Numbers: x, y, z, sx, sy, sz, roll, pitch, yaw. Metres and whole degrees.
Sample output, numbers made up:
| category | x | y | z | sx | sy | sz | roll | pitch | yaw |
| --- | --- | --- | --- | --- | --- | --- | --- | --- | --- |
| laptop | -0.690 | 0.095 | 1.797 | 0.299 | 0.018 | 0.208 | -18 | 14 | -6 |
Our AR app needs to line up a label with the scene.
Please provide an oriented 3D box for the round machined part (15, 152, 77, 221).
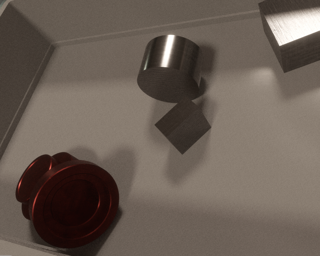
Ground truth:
| category | x | y | z | sx | sy | sz | roll | pitch | yaw |
| --- | --- | --- | --- | --- | --- | --- | --- | --- | --- |
| round machined part | -0.152 | 0.074 | 0.412 | 0.098 | 0.042 | 0.098 | -25 | 43 | 26 |

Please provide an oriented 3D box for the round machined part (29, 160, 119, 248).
| category | x | y | z | sx | sy | sz | roll | pitch | yaw |
| --- | --- | --- | --- | --- | --- | --- | --- | --- | --- |
| round machined part | -0.102 | 0.085 | 0.363 | 0.042 | 0.098 | 0.098 | 14 | 67 | 56 |

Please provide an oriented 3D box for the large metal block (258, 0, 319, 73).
| category | x | y | z | sx | sy | sz | roll | pitch | yaw |
| --- | --- | --- | --- | --- | --- | --- | --- | --- | --- |
| large metal block | 0.175 | -0.125 | 0.374 | 0.080 | 0.050 | 0.080 | -20 | 54 | 16 |

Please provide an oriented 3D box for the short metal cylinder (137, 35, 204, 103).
| category | x | y | z | sx | sy | sz | roll | pitch | yaw |
| --- | --- | --- | --- | --- | --- | --- | --- | --- | --- |
| short metal cylinder | 0.015 | -0.075 | 0.408 | 0.080 | 0.080 | 0.050 | -2 | 61 | 27 |

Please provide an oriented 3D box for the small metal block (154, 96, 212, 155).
| category | x | y | z | sx | sy | sz | roll | pitch | yaw |
| --- | --- | --- | --- | --- | --- | --- | --- | --- | --- |
| small metal block | 0.029 | -0.002 | 0.375 | 0.050 | 0.050 | 0.025 | -43 | 51 | -2 |
